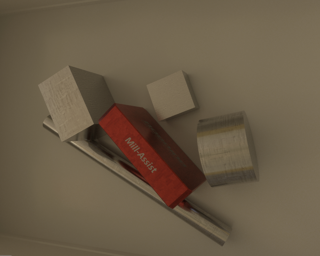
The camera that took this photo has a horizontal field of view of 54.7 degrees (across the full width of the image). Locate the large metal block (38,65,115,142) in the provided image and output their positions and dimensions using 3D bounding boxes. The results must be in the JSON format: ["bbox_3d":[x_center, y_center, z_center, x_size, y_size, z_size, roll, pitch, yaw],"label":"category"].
[{"bbox_3d":[-0.102,-0.030,0.414,0.050,0.080,0.080,-28,81,18],"label":"large metal block"}]

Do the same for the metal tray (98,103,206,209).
[{"bbox_3d":[-0.006,0.029,0.375,0.030,0.090,0.130,-45,77,14],"label":"metal tray"}]

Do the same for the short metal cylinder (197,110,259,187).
[{"bbox_3d":[0.078,0.024,0.351,0.050,0.080,0.080,-12,86,20],"label":"short metal cylinder"}]

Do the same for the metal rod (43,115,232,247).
[{"bbox_3d":[-0.042,0.062,0.423,0.301,0.025,0.025,30,100,17],"label":"metal rod"}]

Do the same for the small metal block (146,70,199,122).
[{"bbox_3d":[0.017,-0.040,0.401,0.050,0.025,0.050,-21,83,18],"label":"small metal block"}]
